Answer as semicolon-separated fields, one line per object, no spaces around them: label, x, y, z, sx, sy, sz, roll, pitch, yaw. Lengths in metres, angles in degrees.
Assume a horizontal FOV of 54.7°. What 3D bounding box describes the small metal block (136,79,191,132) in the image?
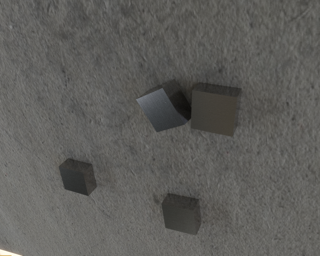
small metal block;0.006;-0.026;0.380;0.050;0.025;0.050;-16;111;47

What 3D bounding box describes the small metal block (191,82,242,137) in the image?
small metal block;0.064;-0.022;0.359;0.050;0.025;0.050;12;124;21

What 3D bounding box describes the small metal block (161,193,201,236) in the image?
small metal block;0.033;0.130;0.469;0.050;0.025;0.050;6;121;25

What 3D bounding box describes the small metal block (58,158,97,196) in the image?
small metal block;-0.140;0.084;0.530;0.050;0.025;0.050;10;123;22
